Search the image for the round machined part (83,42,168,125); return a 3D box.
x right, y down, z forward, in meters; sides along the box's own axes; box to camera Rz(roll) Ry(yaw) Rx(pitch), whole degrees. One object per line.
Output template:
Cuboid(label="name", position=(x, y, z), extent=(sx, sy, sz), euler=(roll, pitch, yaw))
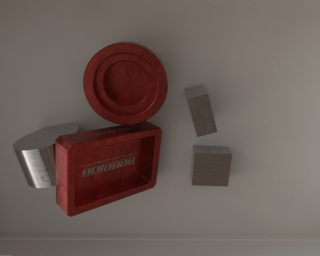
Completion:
Cuboid(label="round machined part", position=(-0.040, -0.056, 0.381), extent=(0.099, 0.042, 0.097), euler=(0, 110, -1))

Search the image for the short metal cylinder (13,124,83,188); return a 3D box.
Cuboid(label="short metal cylinder", position=(-0.136, 0.033, 0.392), extent=(0.080, 0.080, 0.050), euler=(-11, 110, 3))

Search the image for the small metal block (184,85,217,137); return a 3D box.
Cuboid(label="small metal block", position=(0.050, -0.023, 0.390), extent=(0.025, 0.050, 0.050), euler=(-15, 110, 5))

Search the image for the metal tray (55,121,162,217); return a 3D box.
Cuboid(label="metal tray", position=(-0.060, 0.046, 0.383), extent=(0.131, 0.030, 0.089), euler=(-11, 116, -40))

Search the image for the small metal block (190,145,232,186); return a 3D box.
Cuboid(label="small metal block", position=(0.070, 0.053, 0.432), extent=(0.050, 0.025, 0.050), euler=(2, 110, -1))
